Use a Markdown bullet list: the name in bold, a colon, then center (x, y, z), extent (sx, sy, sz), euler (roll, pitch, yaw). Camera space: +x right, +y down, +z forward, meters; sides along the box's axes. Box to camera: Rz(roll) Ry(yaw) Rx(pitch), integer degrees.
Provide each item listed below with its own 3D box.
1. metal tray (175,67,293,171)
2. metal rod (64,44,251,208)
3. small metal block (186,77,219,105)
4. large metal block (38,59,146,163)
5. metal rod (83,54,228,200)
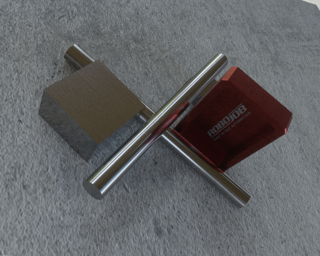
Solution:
- **metal tray**: center (0.083, -0.004, 0.386), extent (0.090, 0.129, 0.030), euler (40, 51, -1)
- **metal rod**: center (-0.003, -0.002, 0.407), extent (0.300, 0.025, 0.025), euler (41, 51, -1)
- **small metal block**: center (0.066, -0.058, 0.478), extent (0.050, 0.025, 0.050), euler (46, 51, 3)
- **large metal block**: center (-0.078, -0.021, 0.359), extent (0.080, 0.050, 0.080), euler (45, 51, 3)
- **metal rod**: center (0.015, -0.023, 0.397), extent (0.025, 0.025, 0.301), euler (43, 51, 1)
